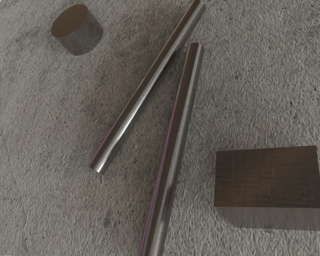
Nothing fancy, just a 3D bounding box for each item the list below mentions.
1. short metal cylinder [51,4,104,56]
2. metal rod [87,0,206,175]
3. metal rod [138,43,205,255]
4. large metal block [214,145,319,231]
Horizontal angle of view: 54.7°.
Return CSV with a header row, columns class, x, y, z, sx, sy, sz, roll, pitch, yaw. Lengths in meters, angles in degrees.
class,x,y,z,sx,sy,sz,roll,pitch,yaw
short metal cylinder,-0.154,-0.182,0.578,0.080,0.050,0.080,-13,56,20
metal rod,-0.012,-0.068,0.450,0.025,0.025,0.300,20,72,35
metal rod,0.019,0.017,0.382,0.025,0.025,0.300,0,61,28
large metal block,0.100,0.058,0.280,0.080,0.080,0.050,-6,59,25
